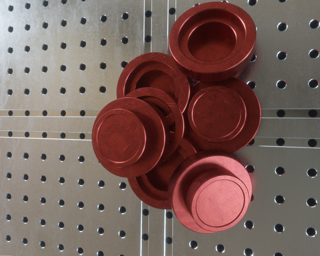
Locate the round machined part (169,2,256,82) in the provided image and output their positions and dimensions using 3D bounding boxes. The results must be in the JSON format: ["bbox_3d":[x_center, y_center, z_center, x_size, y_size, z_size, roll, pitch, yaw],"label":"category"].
[{"bbox_3d":[0.062,-0.097,0.370,0.098,0.042,0.098,-4,68,11],"label":"round machined part"}]

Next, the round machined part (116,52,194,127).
[{"bbox_3d":[-0.004,-0.046,0.405,0.098,0.042,0.097,0,90,20],"label":"round machined part"}]

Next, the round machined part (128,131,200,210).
[{"bbox_3d":[0.010,0.051,0.400,0.098,0.042,0.097,0,90,20],"label":"round machined part"}]

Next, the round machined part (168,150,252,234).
[{"bbox_3d":[0.062,0.078,0.356,0.099,0.042,0.097,-3,103,-12],"label":"round machined part"}]

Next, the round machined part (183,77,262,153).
[{"bbox_3d":[0.072,-0.016,0.378,0.098,0.042,0.097,0,90,20],"label":"round machined part"}]

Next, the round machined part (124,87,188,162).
[{"bbox_3d":[-0.010,-0.002,0.407,0.098,0.042,0.097,0,90,20],"label":"round machined part"}]

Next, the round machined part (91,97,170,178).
[{"bbox_3d":[-0.041,0.012,0.373,0.098,0.042,0.097,0,90,20],"label":"round machined part"}]
